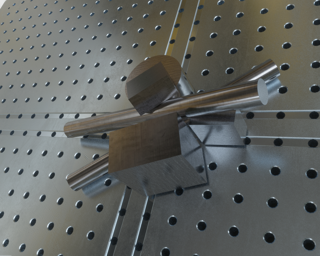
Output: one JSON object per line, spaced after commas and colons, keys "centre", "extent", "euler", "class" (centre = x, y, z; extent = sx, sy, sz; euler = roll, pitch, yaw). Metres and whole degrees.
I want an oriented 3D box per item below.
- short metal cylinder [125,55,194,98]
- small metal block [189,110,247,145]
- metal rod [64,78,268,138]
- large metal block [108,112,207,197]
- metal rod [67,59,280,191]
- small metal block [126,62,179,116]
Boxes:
{"centre": [0.000, -0.051, 0.419], "extent": [0.080, 0.050, 0.080], "euler": [-13, 55, 20], "class": "short metal cylinder"}
{"centre": [0.068, -0.003, 0.354], "extent": [0.050, 0.050, 0.025], "euler": [0, 62, 29], "class": "small metal block"}
{"centre": [-0.021, -0.015, 0.379], "extent": [0.300, 0.025, 0.025], "euler": [-9, 57, 39], "class": "metal rod"}
{"centre": [-0.001, 0.033, 0.347], "extent": [0.080, 0.080, 0.050], "euler": [-17, 55, 18], "class": "large metal block"}
{"centre": [0.011, 0.001, 0.399], "extent": [0.300, 0.025, 0.025], "euler": [-30, 52, 8], "class": "metal rod"}
{"centre": [-0.010, -0.047, 0.363], "extent": [0.050, 0.025, 0.050], "euler": [-31, 29, 8], "class": "small metal block"}
